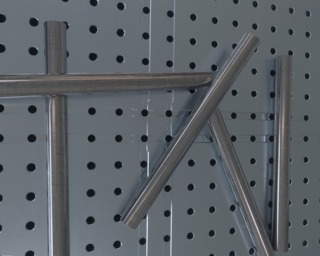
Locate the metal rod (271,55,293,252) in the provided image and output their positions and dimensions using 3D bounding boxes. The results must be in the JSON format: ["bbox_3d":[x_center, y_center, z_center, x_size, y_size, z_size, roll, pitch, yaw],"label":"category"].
[{"bbox_3d":[0.189,0.038,0.481,0.025,0.025,0.298,2,90,-20],"label":"metal rod"}]

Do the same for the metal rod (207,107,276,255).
[{"bbox_3d":[0.128,0.111,0.459,0.025,0.025,0.299,-25,99,-18],"label":"metal rod"}]

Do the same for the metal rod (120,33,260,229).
[{"bbox_3d":[0.043,0.000,0.413,0.025,0.025,0.300,36,84,-17],"label":"metal rod"}]

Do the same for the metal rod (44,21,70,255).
[{"bbox_3d":[-0.122,0.027,0.367,0.025,0.025,0.298,-1,90,-20],"label":"metal rod"}]

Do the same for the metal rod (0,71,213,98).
[{"bbox_3d":[-0.065,-0.053,0.368,0.302,0.025,0.025,-6,92,-28],"label":"metal rod"}]
